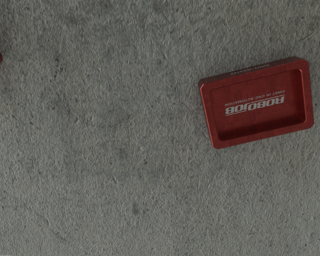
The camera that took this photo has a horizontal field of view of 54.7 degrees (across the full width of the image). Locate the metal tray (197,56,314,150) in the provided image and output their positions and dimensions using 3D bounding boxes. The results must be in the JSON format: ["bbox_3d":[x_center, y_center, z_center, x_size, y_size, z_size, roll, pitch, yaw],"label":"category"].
[{"bbox_3d":[0.122,-0.031,0.396,0.131,0.030,0.089,-13,110,4],"label":"metal tray"}]

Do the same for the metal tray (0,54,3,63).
[{"bbox_3d":[-0.272,-0.097,0.368,0.090,0.030,0.130,-43,105,14],"label":"metal tray"}]
